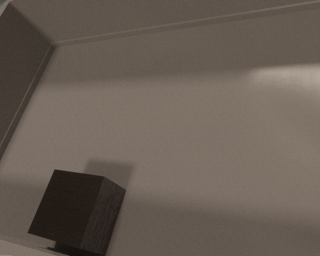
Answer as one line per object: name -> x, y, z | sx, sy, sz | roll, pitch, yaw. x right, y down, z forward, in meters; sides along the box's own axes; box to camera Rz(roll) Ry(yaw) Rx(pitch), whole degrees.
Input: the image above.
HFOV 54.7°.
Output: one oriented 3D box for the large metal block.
large metal block -> -0.099, 0.101, 0.378 | 0.080, 0.050, 0.080 | 3, 63, 29
